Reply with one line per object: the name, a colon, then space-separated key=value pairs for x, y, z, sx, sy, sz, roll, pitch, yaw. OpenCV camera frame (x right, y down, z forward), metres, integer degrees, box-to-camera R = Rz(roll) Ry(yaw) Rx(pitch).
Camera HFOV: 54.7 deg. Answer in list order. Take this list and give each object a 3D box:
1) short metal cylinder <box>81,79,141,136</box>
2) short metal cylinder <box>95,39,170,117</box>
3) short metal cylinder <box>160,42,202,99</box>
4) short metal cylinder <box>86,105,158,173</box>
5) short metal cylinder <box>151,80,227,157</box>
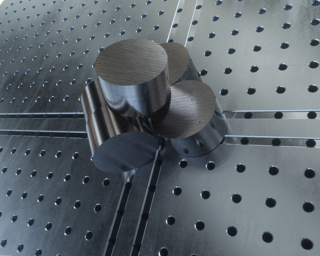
short metal cylinder: x=-0.062 y=-0.025 z=0.419 sx=0.080 sy=0.080 sz=0.050 roll=-30 pitch=52 yaw=9
short metal cylinder: x=-0.030 y=-0.059 z=0.360 sx=0.080 sy=0.050 sz=0.080 roll=-2 pitch=51 yaw=3
short metal cylinder: x=0.011 y=-0.071 z=0.427 sx=0.080 sy=0.050 sz=0.080 roll=-13 pitch=56 yaw=20
short metal cylinder: x=-0.048 y=0.013 z=0.389 sx=0.080 sy=0.080 sz=0.050 roll=-30 pitch=52 yaw=9
short metal cylinder: x=0.036 y=-0.011 z=0.378 sx=0.080 sy=0.050 sz=0.080 roll=-13 pitch=56 yaw=20
